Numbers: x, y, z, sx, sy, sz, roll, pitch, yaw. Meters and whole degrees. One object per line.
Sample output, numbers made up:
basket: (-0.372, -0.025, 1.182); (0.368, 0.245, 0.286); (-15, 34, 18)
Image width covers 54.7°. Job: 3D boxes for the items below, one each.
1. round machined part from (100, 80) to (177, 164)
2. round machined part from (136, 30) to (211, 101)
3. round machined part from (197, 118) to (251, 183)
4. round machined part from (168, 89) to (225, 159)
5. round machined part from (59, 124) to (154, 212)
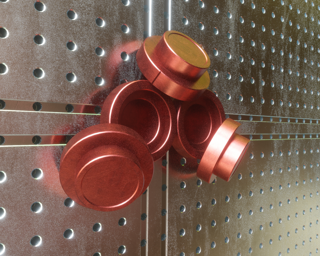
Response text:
round machined part: (-0.029, -0.007, 0.374); (0.099, 0.042, 0.097); (0, 90, -40)
round machined part: (0.023, -0.083, 0.386); (0.099, 0.042, 0.098); (23, 40, -21)
round machined part: (0.096, 0.038, 0.446); (0.098, 0.042, 0.098); (-50, 158, -29)
round machined part: (0.046, -0.006, 0.439); (0.099, 0.042, 0.097); (0, 90, -40)
round machined part: (-0.054, 0.048, 0.324); (0.099, 0.042, 0.097); (-6, 116, -13)
